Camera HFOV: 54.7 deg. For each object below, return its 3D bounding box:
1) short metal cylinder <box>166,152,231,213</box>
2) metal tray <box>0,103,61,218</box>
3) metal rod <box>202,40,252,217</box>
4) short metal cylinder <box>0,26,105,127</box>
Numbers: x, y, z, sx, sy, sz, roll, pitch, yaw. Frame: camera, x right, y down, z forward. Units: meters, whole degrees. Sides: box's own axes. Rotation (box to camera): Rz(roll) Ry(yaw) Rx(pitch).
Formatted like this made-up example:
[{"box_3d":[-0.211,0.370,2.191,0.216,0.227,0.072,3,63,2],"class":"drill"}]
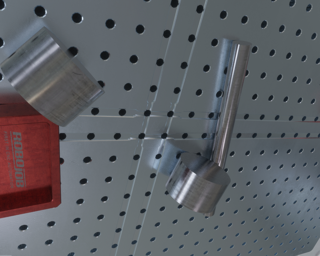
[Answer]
[{"box_3d":[0.055,0.079,0.454,0.081,0.080,0.050,13,111,-34],"class":"short metal cylinder"},{"box_3d":[-0.160,0.038,0.343,0.091,0.030,0.129,-6,121,-25],"class":"metal tray"},{"box_3d":[0.095,0.019,0.474,0.025,0.025,0.298,-9,123,-24],"class":"metal rod"},{"box_3d":[-0.098,-0.047,0.293,0.050,0.080,0.080,-41,129,0],"class":"short metal cylinder"}]
